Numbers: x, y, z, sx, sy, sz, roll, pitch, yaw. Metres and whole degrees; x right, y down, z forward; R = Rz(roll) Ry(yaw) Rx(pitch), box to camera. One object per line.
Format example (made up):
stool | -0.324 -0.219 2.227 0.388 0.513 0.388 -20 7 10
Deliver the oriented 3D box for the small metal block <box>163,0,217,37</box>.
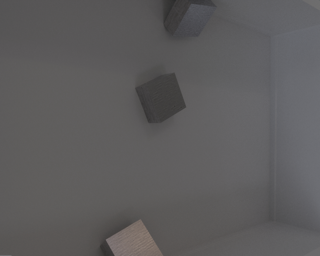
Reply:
small metal block | 0.041 -0.153 0.421 0.050 0.050 0.025 -12 60 -39

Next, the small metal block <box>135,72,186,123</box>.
small metal block | 0.002 -0.040 0.408 0.050 0.025 0.050 -32 110 -35

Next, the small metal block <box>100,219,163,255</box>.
small metal block | -0.033 0.144 0.363 0.050 0.025 0.050 -21 67 -38
